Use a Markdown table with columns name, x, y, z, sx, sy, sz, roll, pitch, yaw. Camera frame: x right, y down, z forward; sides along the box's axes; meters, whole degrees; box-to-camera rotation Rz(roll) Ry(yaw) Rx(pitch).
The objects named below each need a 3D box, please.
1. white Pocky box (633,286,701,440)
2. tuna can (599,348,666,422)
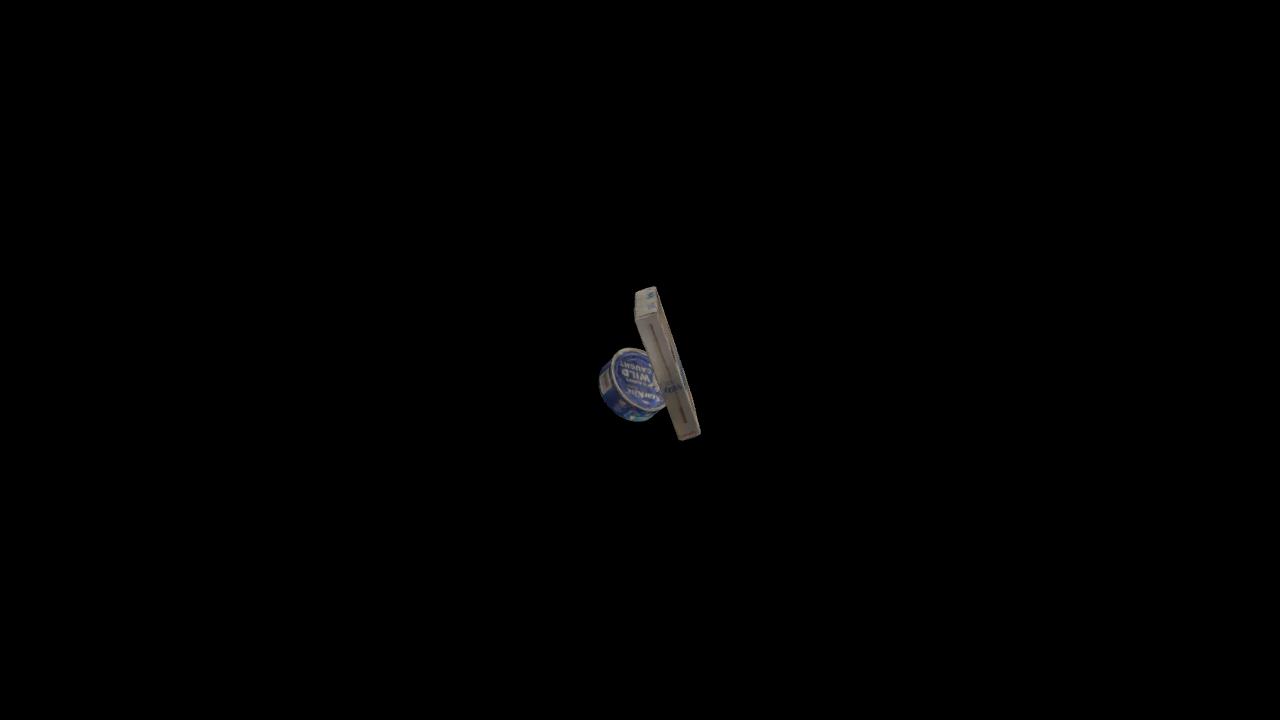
| name | x | y | z | sx | sy | sz | roll | pitch | yaw |
| --- | --- | --- | --- | --- | --- | --- | --- | --- | --- |
| white Pocky box | 0.029 | 0.004 | 0.673 | 0.028 | 0.154 | 0.084 | -17 | 25 | 7 |
| tuna can | -0.006 | 0.029 | 0.716 | 0.084 | 0.084 | 0.034 | 0 | -31 | -40 |
